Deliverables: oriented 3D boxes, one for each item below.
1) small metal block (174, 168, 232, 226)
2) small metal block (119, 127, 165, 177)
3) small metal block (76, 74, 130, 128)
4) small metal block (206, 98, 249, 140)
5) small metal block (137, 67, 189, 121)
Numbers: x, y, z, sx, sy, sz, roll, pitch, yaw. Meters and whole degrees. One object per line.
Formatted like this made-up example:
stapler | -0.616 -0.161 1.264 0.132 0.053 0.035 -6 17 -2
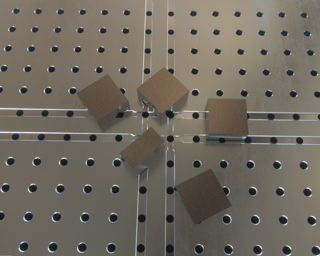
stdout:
small metal block | 0.052 0.085 0.381 0.050 0.025 0.050 -24 72 -9
small metal block | -0.021 0.031 0.387 0.050 0.050 0.025 -40 75 -13
small metal block | -0.077 -0.037 0.425 0.050 0.025 0.050 -35 74 -12
small metal block | 0.089 -0.011 0.416 0.050 0.025 0.050 1 70 0
small metal block | 0.004 -0.048 0.429 0.050 0.025 0.050 -41 75 -14
